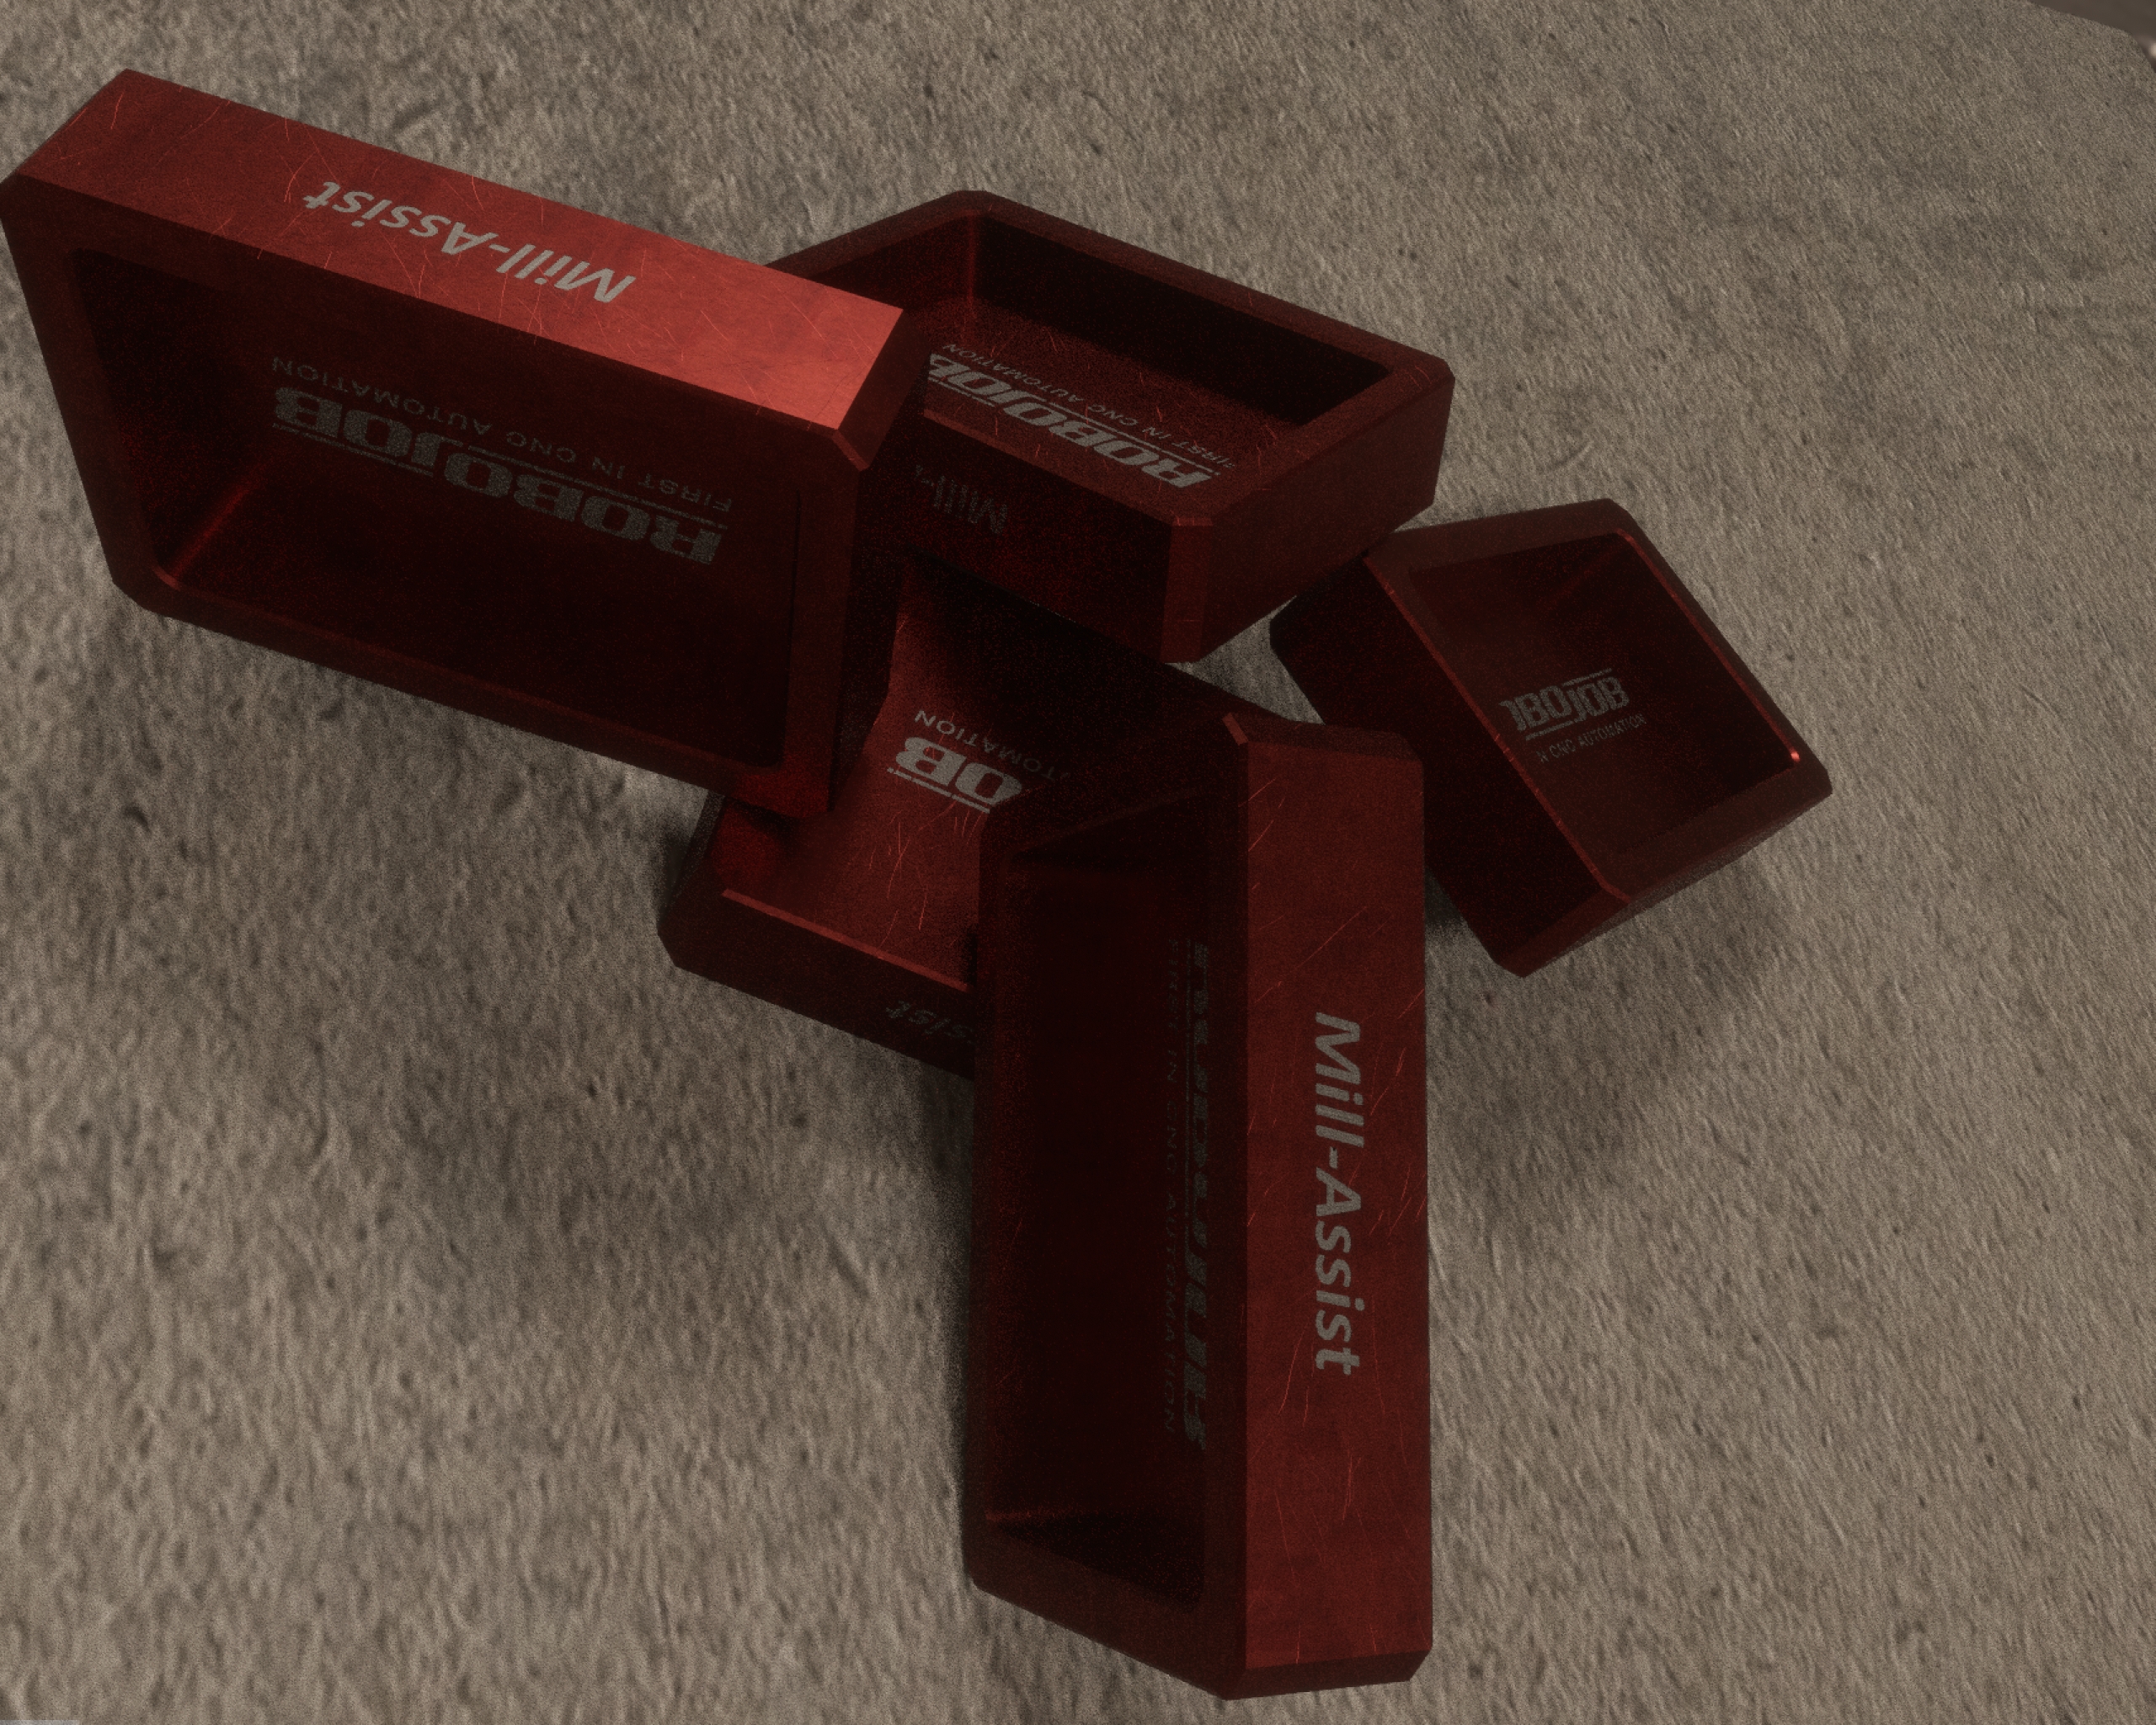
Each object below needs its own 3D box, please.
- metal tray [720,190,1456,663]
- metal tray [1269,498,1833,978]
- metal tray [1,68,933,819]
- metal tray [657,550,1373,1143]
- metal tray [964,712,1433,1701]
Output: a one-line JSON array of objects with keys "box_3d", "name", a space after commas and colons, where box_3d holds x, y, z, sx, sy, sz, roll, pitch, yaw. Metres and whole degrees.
[{"box_3d": [-0.003, -0.093, 0.421, 0.130, 0.030, 0.091, 29, 45, 27], "name": "metal tray"}, {"box_3d": [0.109, -0.033, 0.462, 0.131, 0.030, 0.090, -19, 71, -51], "name": "metal tray"}, {"box_3d": [-0.094, -0.062, 0.332, 0.131, 0.089, 0.030, 18, 53, 2], "name": "metal tray"}, {"box_3d": [-0.004, -0.001, 0.402, 0.131, 0.030, 0.090, 23, 53, -15], "name": "metal tray"}, {"box_3d": [0.015, 0.049, 0.318, 0.030, 0.090, 0.129, 5, 80, -26], "name": "metal tray"}]
